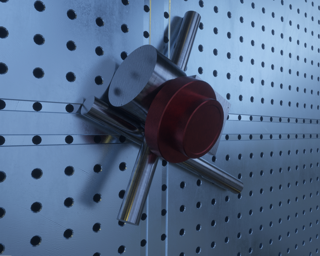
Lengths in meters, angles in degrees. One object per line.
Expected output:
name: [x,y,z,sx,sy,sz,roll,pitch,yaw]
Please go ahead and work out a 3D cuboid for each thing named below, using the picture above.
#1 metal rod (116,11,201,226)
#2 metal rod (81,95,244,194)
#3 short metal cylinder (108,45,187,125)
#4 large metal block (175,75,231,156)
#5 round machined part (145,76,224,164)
metal rod: [0.006,-0.030,0.391,0.025,0.025,0.300,35,61,-35]
metal rod: [0.025,0.037,0.431,0.301,0.025,0.025,31,71,-36]
short metal cylinder: [-0.015,-0.049,0.362,0.050,0.080,0.080,32,70,-36]
large metal block: [0.045,-0.015,0.428,0.080,0.050,0.080,32,70,-36]
round machined part: [0.034,-0.005,0.343,0.099,0.042,0.097,-24,127,-37]
